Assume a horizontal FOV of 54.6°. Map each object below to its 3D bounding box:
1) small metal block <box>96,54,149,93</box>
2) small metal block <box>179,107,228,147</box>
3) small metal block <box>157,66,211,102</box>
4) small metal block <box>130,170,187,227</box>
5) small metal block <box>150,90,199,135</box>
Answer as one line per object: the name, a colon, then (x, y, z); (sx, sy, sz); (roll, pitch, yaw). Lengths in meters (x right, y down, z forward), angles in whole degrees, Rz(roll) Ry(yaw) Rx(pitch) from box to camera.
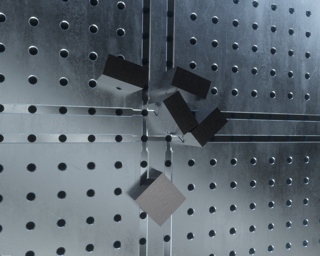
small metal block: (-0.047, -0.065, 0.382); (0.050, 0.050, 0.025); (17, 84, -19)
small metal block: (0.055, -0.002, 0.419); (0.050, 0.050, 0.025); (-43, 104, -15)
small metal block: (0.031, -0.056, 0.410); (0.050, 0.050, 0.025); (21, 83, -19)
small metal block: (-0.002, 0.092, 0.412); (0.050, 0.025, 0.050); (-44, 104, -15)
small metal block: (0.018, -0.019, 0.406); (0.025, 0.050, 0.050); (-36, 102, -16)
